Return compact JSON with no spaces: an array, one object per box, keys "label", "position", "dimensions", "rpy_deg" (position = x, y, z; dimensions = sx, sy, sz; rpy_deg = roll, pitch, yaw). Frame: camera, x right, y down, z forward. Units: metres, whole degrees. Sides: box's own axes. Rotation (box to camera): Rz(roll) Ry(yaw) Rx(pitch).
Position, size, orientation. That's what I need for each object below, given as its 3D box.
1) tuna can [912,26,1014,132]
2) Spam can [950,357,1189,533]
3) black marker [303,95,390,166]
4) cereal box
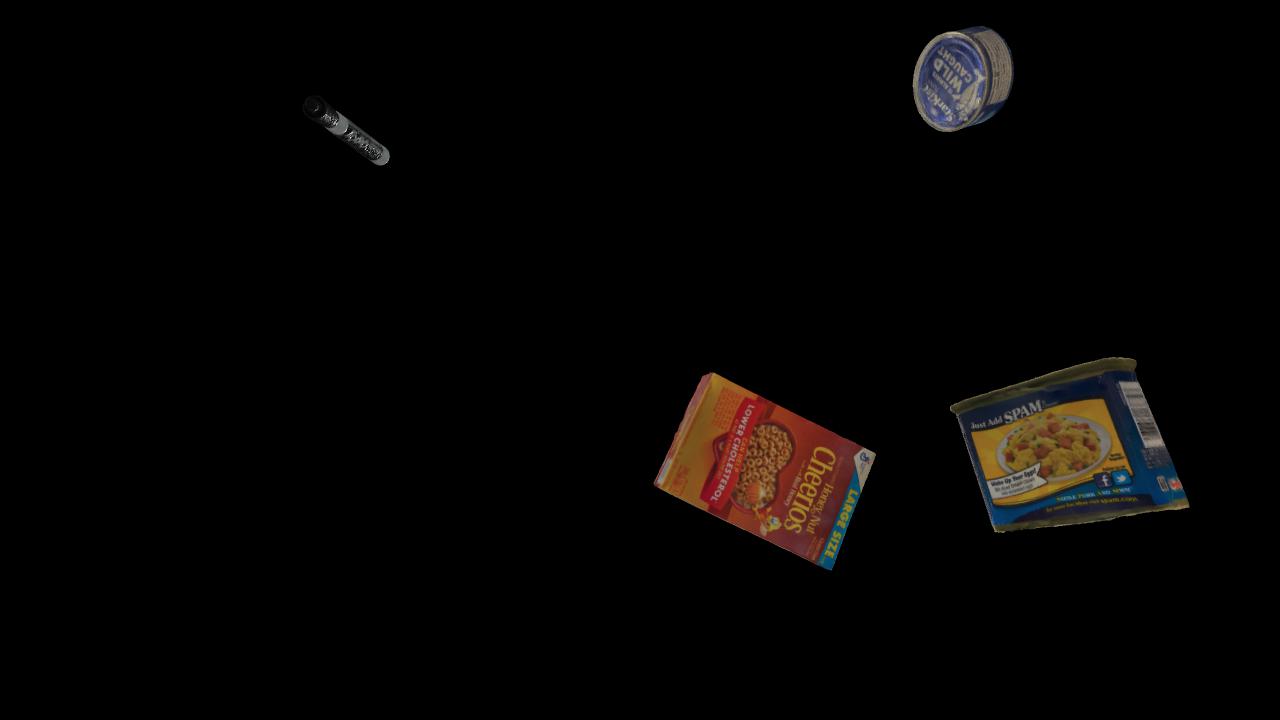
[{"label":"tuna can","position":[0.290,-0.253,0.555],"dimensions":[0.034,0.084,0.084],"rpy_deg":[-20,5,-15]},{"label":"Spam can","position":[0.256,0.055,0.375],"dimensions":[0.058,0.085,0.101],"rpy_deg":[2,-21,-31]},{"label":"black marker","position":[-0.250,-0.195,0.529],"dimensions":[0.020,0.020,0.121],"rpy_deg":[0,0,1]},{"label":"cereal box","position":[0.201,0.176,0.987],"dimensions":[0.306,0.203,0.081],"rpy_deg":[27,-10,-4]}]
